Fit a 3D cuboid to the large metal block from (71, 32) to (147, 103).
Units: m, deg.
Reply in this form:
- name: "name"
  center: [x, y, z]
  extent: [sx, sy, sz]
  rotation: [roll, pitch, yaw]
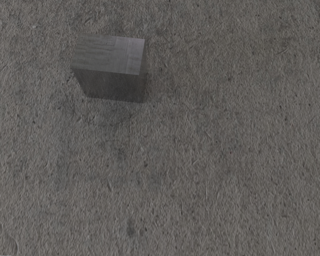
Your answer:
- name: "large metal block"
  center: [-0.061, -0.076, 0.406]
  extent: [0.080, 0.080, 0.050]
  rotation: [6, 70, 2]
